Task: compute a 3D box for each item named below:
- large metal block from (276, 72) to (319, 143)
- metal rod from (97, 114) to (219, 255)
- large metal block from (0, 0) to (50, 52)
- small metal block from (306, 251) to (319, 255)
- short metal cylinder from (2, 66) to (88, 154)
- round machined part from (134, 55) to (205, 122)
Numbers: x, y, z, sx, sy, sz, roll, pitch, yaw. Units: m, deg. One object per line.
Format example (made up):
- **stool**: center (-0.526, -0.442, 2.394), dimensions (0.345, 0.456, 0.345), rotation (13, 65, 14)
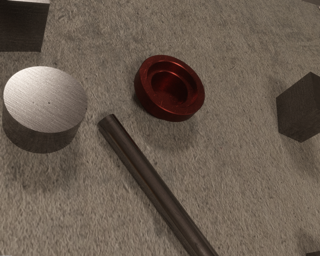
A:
- **large metal block**: center (0.248, -0.034, 0.526), dimensions (0.050, 0.080, 0.080), rotation (22, 53, -15)
- **metal rod**: center (0.024, 0.108, 0.352), dimensions (0.025, 0.025, 0.299), rotation (-30, 79, -38)
- **large metal block**: center (-0.179, -0.133, 0.354), dimensions (0.081, 0.080, 0.050), rotation (-9, 67, -32)
- **small metal block**: center (0.228, 0.183, 0.402), dimensions (0.050, 0.050, 0.025), rotation (33, 51, -7)
- **short metal cylinder**: center (-0.124, -0.019, 0.333), dimensions (0.081, 0.050, 0.080), rotation (14, 56, -21)
- **round machined part**: center (0.010, -0.050, 0.430), dimensions (0.099, 0.042, 0.098), rotation (14, 56, -21)
